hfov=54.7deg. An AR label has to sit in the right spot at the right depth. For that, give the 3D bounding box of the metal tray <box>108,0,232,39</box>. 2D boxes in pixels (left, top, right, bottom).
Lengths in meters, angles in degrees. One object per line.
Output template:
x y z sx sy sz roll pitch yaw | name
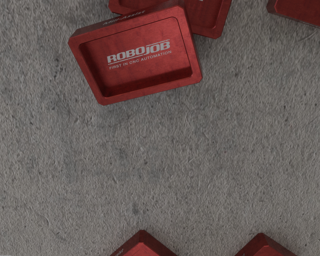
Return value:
0.016 -0.160 0.347 0.131 0.030 0.089 13 110 -5 | metal tray

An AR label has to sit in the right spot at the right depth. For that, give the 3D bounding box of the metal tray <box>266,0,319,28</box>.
0.201 -0.159 0.350 0.131 0.030 0.089 15 109 -6 | metal tray

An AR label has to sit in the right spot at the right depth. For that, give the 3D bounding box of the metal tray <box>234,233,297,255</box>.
0.153 0.239 0.497 0.090 0.030 0.130 35 106 -12 | metal tray

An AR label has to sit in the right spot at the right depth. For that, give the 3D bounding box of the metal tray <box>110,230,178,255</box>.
-0.041 0.232 0.492 0.090 0.030 0.130 43 104 -14 | metal tray

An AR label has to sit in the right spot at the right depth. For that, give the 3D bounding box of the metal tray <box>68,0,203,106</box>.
-0.025 -0.083 0.354 0.130 0.030 0.090 -12 124 13 | metal tray
